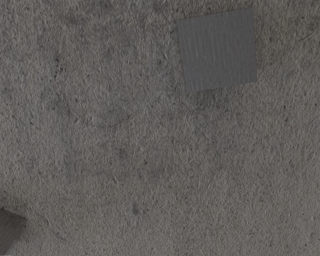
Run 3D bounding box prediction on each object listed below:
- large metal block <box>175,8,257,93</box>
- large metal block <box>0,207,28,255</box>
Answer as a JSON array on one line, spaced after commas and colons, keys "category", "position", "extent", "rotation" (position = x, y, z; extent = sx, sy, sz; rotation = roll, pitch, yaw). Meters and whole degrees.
[{"category": "large metal block", "position": [0.064, -0.092, 0.363], "extent": [0.080, 0.050, 0.079], "rotation": [-9, 110, 3]}, {"category": "large metal block", "position": [-0.249, 0.155, 0.435], "extent": [0.080, 0.080, 0.050], "rotation": [28, 108, -10]}]
